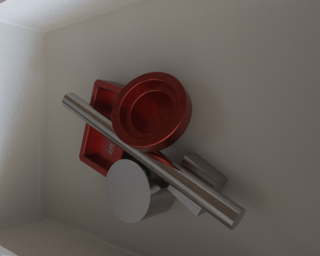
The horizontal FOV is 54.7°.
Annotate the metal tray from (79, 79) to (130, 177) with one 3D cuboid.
[{"bbox_3d":[-0.069,0.002,0.455,0.090,0.030,0.129,23,105,37],"label":"metal tray"}]

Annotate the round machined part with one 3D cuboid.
[{"bbox_3d":[-0.007,-0.016,0.381,0.098,0.042,0.098,-10,65,22],"label":"round machined part"}]

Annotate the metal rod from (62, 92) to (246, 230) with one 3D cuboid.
[{"bbox_3d":[-0.029,0.025,0.389,0.300,0.025,0.025,32,110,32],"label":"metal rod"}]

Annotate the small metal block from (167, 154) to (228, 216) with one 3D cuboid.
[{"bbox_3d":[0.044,0.066,0.367,0.050,0.025,0.050,39,113,33],"label":"small metal block"}]

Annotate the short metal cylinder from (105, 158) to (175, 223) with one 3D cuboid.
[{"bbox_3d":[-0.026,0.079,0.407,0.080,0.050,0.079,0,90,39],"label":"short metal cylinder"}]
